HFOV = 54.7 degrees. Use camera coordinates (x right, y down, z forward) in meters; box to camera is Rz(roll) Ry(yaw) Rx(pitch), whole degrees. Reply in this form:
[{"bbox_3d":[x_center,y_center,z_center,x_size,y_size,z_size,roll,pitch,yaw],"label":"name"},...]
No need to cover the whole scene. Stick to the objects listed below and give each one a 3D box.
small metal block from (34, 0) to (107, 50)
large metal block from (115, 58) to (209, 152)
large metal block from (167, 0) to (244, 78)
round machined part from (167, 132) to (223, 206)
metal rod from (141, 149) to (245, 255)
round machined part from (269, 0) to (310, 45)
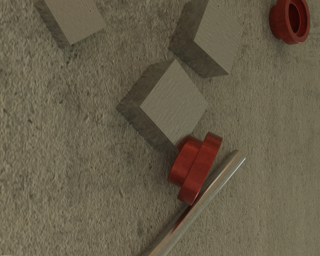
[{"bbox_3d":[-0.093,-0.118,0.326,0.050,0.025,0.050,-42,115,-32],"label":"small metal block"},{"bbox_3d":[0.005,-0.028,0.393,0.080,0.050,0.080,49,61,-29],"label":"large metal block"},{"bbox_3d":[0.068,-0.129,0.445,0.080,0.050,0.080,32,70,-36],"label":"large metal block"},{"bbox_3d":[0.043,0.048,0.407,0.042,0.098,0.098,25,68,9],"label":"round machined part"},{"bbox_3d":[0.034,0.129,0.433,0.302,0.025,0.025,-41,115,-32],"label":"metal rod"},{"bbox_3d":[0.249,-0.211,0.602,0.099,0.042,0.097,0,90,-40],"label":"round machined part"}]
